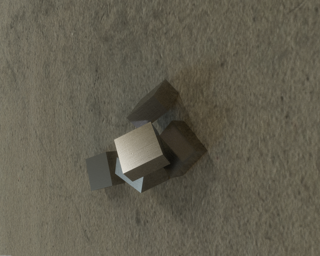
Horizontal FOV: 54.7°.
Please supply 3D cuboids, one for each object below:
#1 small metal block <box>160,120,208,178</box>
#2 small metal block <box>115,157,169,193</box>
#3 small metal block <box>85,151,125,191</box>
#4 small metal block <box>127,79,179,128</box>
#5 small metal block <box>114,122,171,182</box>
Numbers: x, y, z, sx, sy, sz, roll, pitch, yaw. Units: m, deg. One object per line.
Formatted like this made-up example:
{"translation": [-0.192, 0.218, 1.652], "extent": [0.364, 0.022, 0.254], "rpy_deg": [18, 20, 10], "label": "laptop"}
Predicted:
{"translation": [0.022, 0.026, 0.385], "extent": [0.050, 0.025, 0.050], "rpy_deg": [-51, 61, 27], "label": "small metal block"}
{"translation": [-0.022, 0.053, 0.402], "extent": [0.050, 0.050, 0.025], "rpy_deg": [29, 121, 36], "label": "small metal block"}
{"translation": [-0.084, 0.065, 0.472], "extent": [0.050, 0.025, 0.050], "rpy_deg": [-21, 77, 37], "label": "small metal block"}
{"translation": [-0.009, -0.029, 0.391], "extent": [0.025, 0.050, 0.050], "rpy_deg": [46, 124, -12], "label": "small metal block"}
{"translation": [-0.022, 0.028, 0.369], "extent": [0.050, 0.025, 0.050], "rpy_deg": [-26, 52, 6], "label": "small metal block"}
